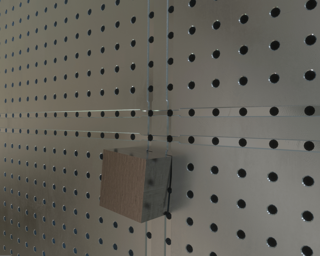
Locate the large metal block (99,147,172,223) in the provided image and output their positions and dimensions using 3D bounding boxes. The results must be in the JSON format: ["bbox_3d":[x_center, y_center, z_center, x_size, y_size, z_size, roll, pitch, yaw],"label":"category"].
[{"bbox_3d":[-0.034,0.073,0.423,0.080,0.050,0.080,8,95,40],"label":"large metal block"}]
